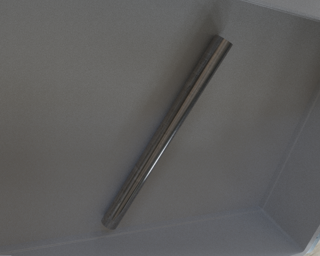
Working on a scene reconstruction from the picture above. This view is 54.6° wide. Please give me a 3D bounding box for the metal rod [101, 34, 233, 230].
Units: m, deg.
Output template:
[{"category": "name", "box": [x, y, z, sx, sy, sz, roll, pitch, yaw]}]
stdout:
[{"category": "metal rod", "box": [0.002, 0.015, 0.415, 0.025, 0.025, 0.299, 22, 107, -36]}]
